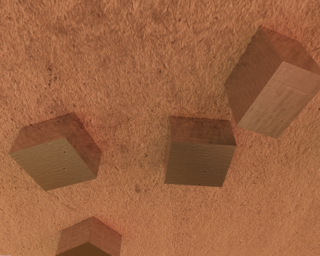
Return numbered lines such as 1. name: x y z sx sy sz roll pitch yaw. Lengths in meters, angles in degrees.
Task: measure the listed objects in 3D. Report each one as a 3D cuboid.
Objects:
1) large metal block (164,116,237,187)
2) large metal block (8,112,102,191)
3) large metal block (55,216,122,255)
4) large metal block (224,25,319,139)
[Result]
1. large metal block: 0.050 0.033 0.419 0.081 0.050 0.079 4 130 -4
2. large metal block: -0.136 0.034 0.418 0.080 0.050 0.080 -16 129 12
3. large metal block: -0.130 0.217 0.574 0.080 0.050 0.080 -29 125 22
4. large metal block: 0.116 -0.049 0.330 0.050 0.080 0.079 17 128 -14
